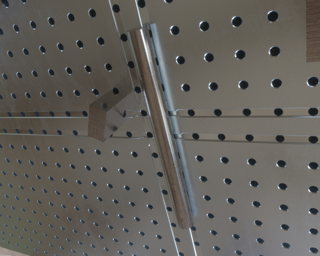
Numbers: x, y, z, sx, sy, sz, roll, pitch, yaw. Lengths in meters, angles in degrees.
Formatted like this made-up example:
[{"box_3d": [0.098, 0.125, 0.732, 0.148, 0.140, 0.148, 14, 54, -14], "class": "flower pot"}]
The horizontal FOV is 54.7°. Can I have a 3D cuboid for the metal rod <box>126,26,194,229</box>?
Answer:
[{"box_3d": [0.007, 0.017, 0.418, 0.025, 0.025, 0.298, 0, 119, 28], "class": "metal rod"}]

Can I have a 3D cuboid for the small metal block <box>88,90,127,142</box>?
[{"box_3d": [-0.072, -0.017, 0.423, 0.025, 0.050, 0.050, 23, 127, 14], "class": "small metal block"}]

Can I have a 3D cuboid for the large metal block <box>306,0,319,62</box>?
[{"box_3d": [0.162, -0.102, 0.247, 0.080, 0.050, 0.080, 1, 119, 27], "class": "large metal block"}]

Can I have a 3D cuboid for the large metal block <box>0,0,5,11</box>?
[{"box_3d": [-0.252, -0.196, 0.407, 0.080, 0.050, 0.080, -34, 99, 38], "class": "large metal block"}]
